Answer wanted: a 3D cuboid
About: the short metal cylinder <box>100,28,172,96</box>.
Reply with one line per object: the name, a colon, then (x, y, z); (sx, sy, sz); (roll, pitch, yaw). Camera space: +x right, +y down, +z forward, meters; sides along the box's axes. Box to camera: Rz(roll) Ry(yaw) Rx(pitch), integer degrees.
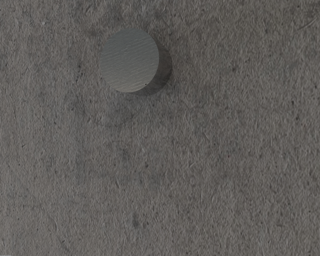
short metal cylinder: (-0.030, -0.084, 0.407); (0.080, 0.050, 0.080); (0, 90, 20)
